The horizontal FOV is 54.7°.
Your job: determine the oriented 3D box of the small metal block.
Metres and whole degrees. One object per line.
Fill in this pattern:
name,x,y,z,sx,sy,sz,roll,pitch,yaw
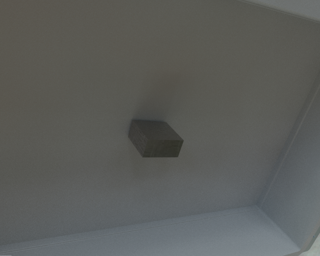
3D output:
small metal block,-0.006,0.013,0.394,0.050,0.050,0.025,3,117,-30
